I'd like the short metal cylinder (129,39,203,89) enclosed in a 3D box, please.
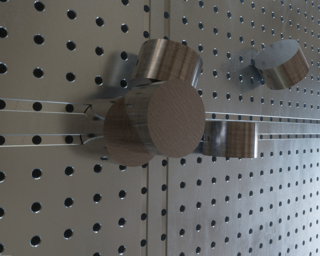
[{"bbox_3d":[0.008,-0.066,0.382,0.080,0.080,0.050,27,73,-37],"label":"short metal cylinder"}]

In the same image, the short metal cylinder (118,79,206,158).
[{"bbox_3d":[0.003,-0.010,0.332,0.081,0.050,0.079,-1,91,-40],"label":"short metal cylinder"}]

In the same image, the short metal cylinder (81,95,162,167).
[{"bbox_3d":[-0.043,0.003,0.358,0.081,0.050,0.079,0,90,-40],"label":"short metal cylinder"}]

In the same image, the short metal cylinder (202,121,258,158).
[{"bbox_3d":[0.105,0.017,0.464,0.081,0.080,0.050,4,88,-40],"label":"short metal cylinder"}]

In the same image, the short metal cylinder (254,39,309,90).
[{"bbox_3d":[0.220,-0.115,0.561,0.050,0.080,0.080,49,61,-29],"label":"short metal cylinder"}]
